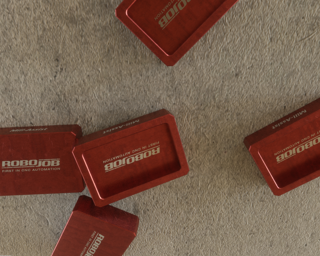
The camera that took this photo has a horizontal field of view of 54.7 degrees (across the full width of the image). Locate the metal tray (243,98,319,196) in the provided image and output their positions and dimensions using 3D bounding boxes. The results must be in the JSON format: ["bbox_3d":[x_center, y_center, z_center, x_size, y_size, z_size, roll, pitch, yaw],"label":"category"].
[{"bbox_3d":[0.192,0.024,0.417,0.130,0.030,0.090,-30,108,10],"label":"metal tray"}]

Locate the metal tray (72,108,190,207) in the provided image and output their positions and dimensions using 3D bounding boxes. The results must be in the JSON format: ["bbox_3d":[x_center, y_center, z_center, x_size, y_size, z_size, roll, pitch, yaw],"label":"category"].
[{"bbox_3d":[-0.036,0.038,0.404,0.131,0.030,0.089,-20,111,-8],"label":"metal tray"}]

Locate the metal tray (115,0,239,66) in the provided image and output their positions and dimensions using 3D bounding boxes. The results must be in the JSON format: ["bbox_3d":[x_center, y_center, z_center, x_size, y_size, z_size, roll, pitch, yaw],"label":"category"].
[{"bbox_3d":[0.025,-0.147,0.352,0.090,0.030,0.130,42,104,-14],"label":"metal tray"}]

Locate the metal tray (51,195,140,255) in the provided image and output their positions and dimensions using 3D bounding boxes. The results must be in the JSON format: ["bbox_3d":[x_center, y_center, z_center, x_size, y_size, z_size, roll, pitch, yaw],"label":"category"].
[{"bbox_3d":[-0.097,0.163,0.450,0.090,0.030,0.129,25,122,-9],"label":"metal tray"}]

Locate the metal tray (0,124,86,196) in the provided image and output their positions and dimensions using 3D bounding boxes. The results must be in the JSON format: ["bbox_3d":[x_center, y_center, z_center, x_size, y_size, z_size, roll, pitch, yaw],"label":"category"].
[{"bbox_3d":[-0.170,0.044,0.422,0.131,0.030,0.089,-3,110,1],"label":"metal tray"}]
